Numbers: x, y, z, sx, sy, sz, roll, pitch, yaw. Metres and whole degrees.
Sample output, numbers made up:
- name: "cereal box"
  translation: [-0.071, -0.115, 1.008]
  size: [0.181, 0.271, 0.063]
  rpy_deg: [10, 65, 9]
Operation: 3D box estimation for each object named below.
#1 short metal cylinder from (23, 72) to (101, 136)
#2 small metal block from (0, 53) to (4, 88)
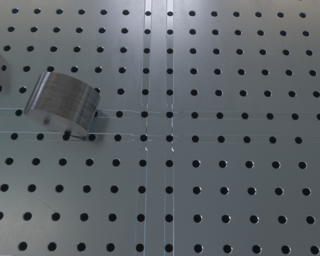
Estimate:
- name: "short metal cylinder"
  translation: [-0.122, -0.028, 0.392]
  size: [0.080, 0.080, 0.050]
  rpy_deg: [14, 71, 5]
- name: "small metal block"
  translation: [-0.254, -0.082, 0.440]
  size: [0.050, 0.025, 0.050]
  rpy_deg: [-7, 70, -3]
